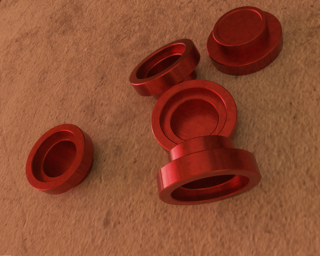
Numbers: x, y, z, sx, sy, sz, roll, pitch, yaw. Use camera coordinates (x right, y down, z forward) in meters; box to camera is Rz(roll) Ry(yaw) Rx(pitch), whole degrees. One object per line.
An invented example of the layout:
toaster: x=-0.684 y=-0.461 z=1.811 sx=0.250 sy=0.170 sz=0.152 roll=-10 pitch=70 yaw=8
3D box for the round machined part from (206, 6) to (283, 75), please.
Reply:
round machined part: x=0.109 y=-0.121 z=0.410 sx=0.098 sy=0.042 sz=0.098 roll=-13 pitch=56 yaw=20

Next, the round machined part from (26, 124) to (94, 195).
round machined part: x=-0.133 y=0.046 z=0.433 sx=0.098 sy=0.042 sz=0.098 roll=-13 pitch=56 yaw=20

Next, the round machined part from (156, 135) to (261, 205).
round machined part: x=0.045 y=0.041 z=0.306 sx=0.098 sy=0.098 sz=0.042 roll=-19 pitch=60 yaw=17

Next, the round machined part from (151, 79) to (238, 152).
round machined part: x=0.042 y=-0.006 z=0.367 sx=0.098 sy=0.042 sz=0.098 roll=-7 pitch=62 yaw=14

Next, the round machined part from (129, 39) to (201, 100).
round machined part: x=0.011 y=-0.074 z=0.417 sx=0.098 sy=0.042 sz=0.098 roll=-26 pitch=30 yaw=17
